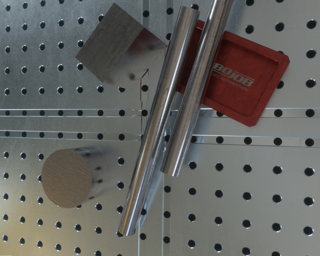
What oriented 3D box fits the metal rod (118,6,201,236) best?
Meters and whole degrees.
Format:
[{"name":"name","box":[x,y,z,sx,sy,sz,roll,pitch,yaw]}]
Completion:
[{"name":"metal rod","box":[-0.006,0.003,0.390,0.025,0.025,0.298,21,106,18]}]

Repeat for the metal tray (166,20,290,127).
[{"name":"metal tray","box":[0.077,-0.068,0.382,0.130,0.030,0.090,29,99,17]}]

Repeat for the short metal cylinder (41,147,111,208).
[{"name":"short metal cylinder","box":[-0.118,0.068,0.440,0.080,0.050,0.079,0,90,19]}]

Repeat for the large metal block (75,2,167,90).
[{"name":"large metal block","box":[-0.047,-0.100,0.399,0.050,0.080,0.080,43,103,14]}]

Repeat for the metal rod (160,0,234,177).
[{"name":"metal rod","box":[0.055,-0.088,0.360,0.025,0.025,0.298,19,96,18]}]
